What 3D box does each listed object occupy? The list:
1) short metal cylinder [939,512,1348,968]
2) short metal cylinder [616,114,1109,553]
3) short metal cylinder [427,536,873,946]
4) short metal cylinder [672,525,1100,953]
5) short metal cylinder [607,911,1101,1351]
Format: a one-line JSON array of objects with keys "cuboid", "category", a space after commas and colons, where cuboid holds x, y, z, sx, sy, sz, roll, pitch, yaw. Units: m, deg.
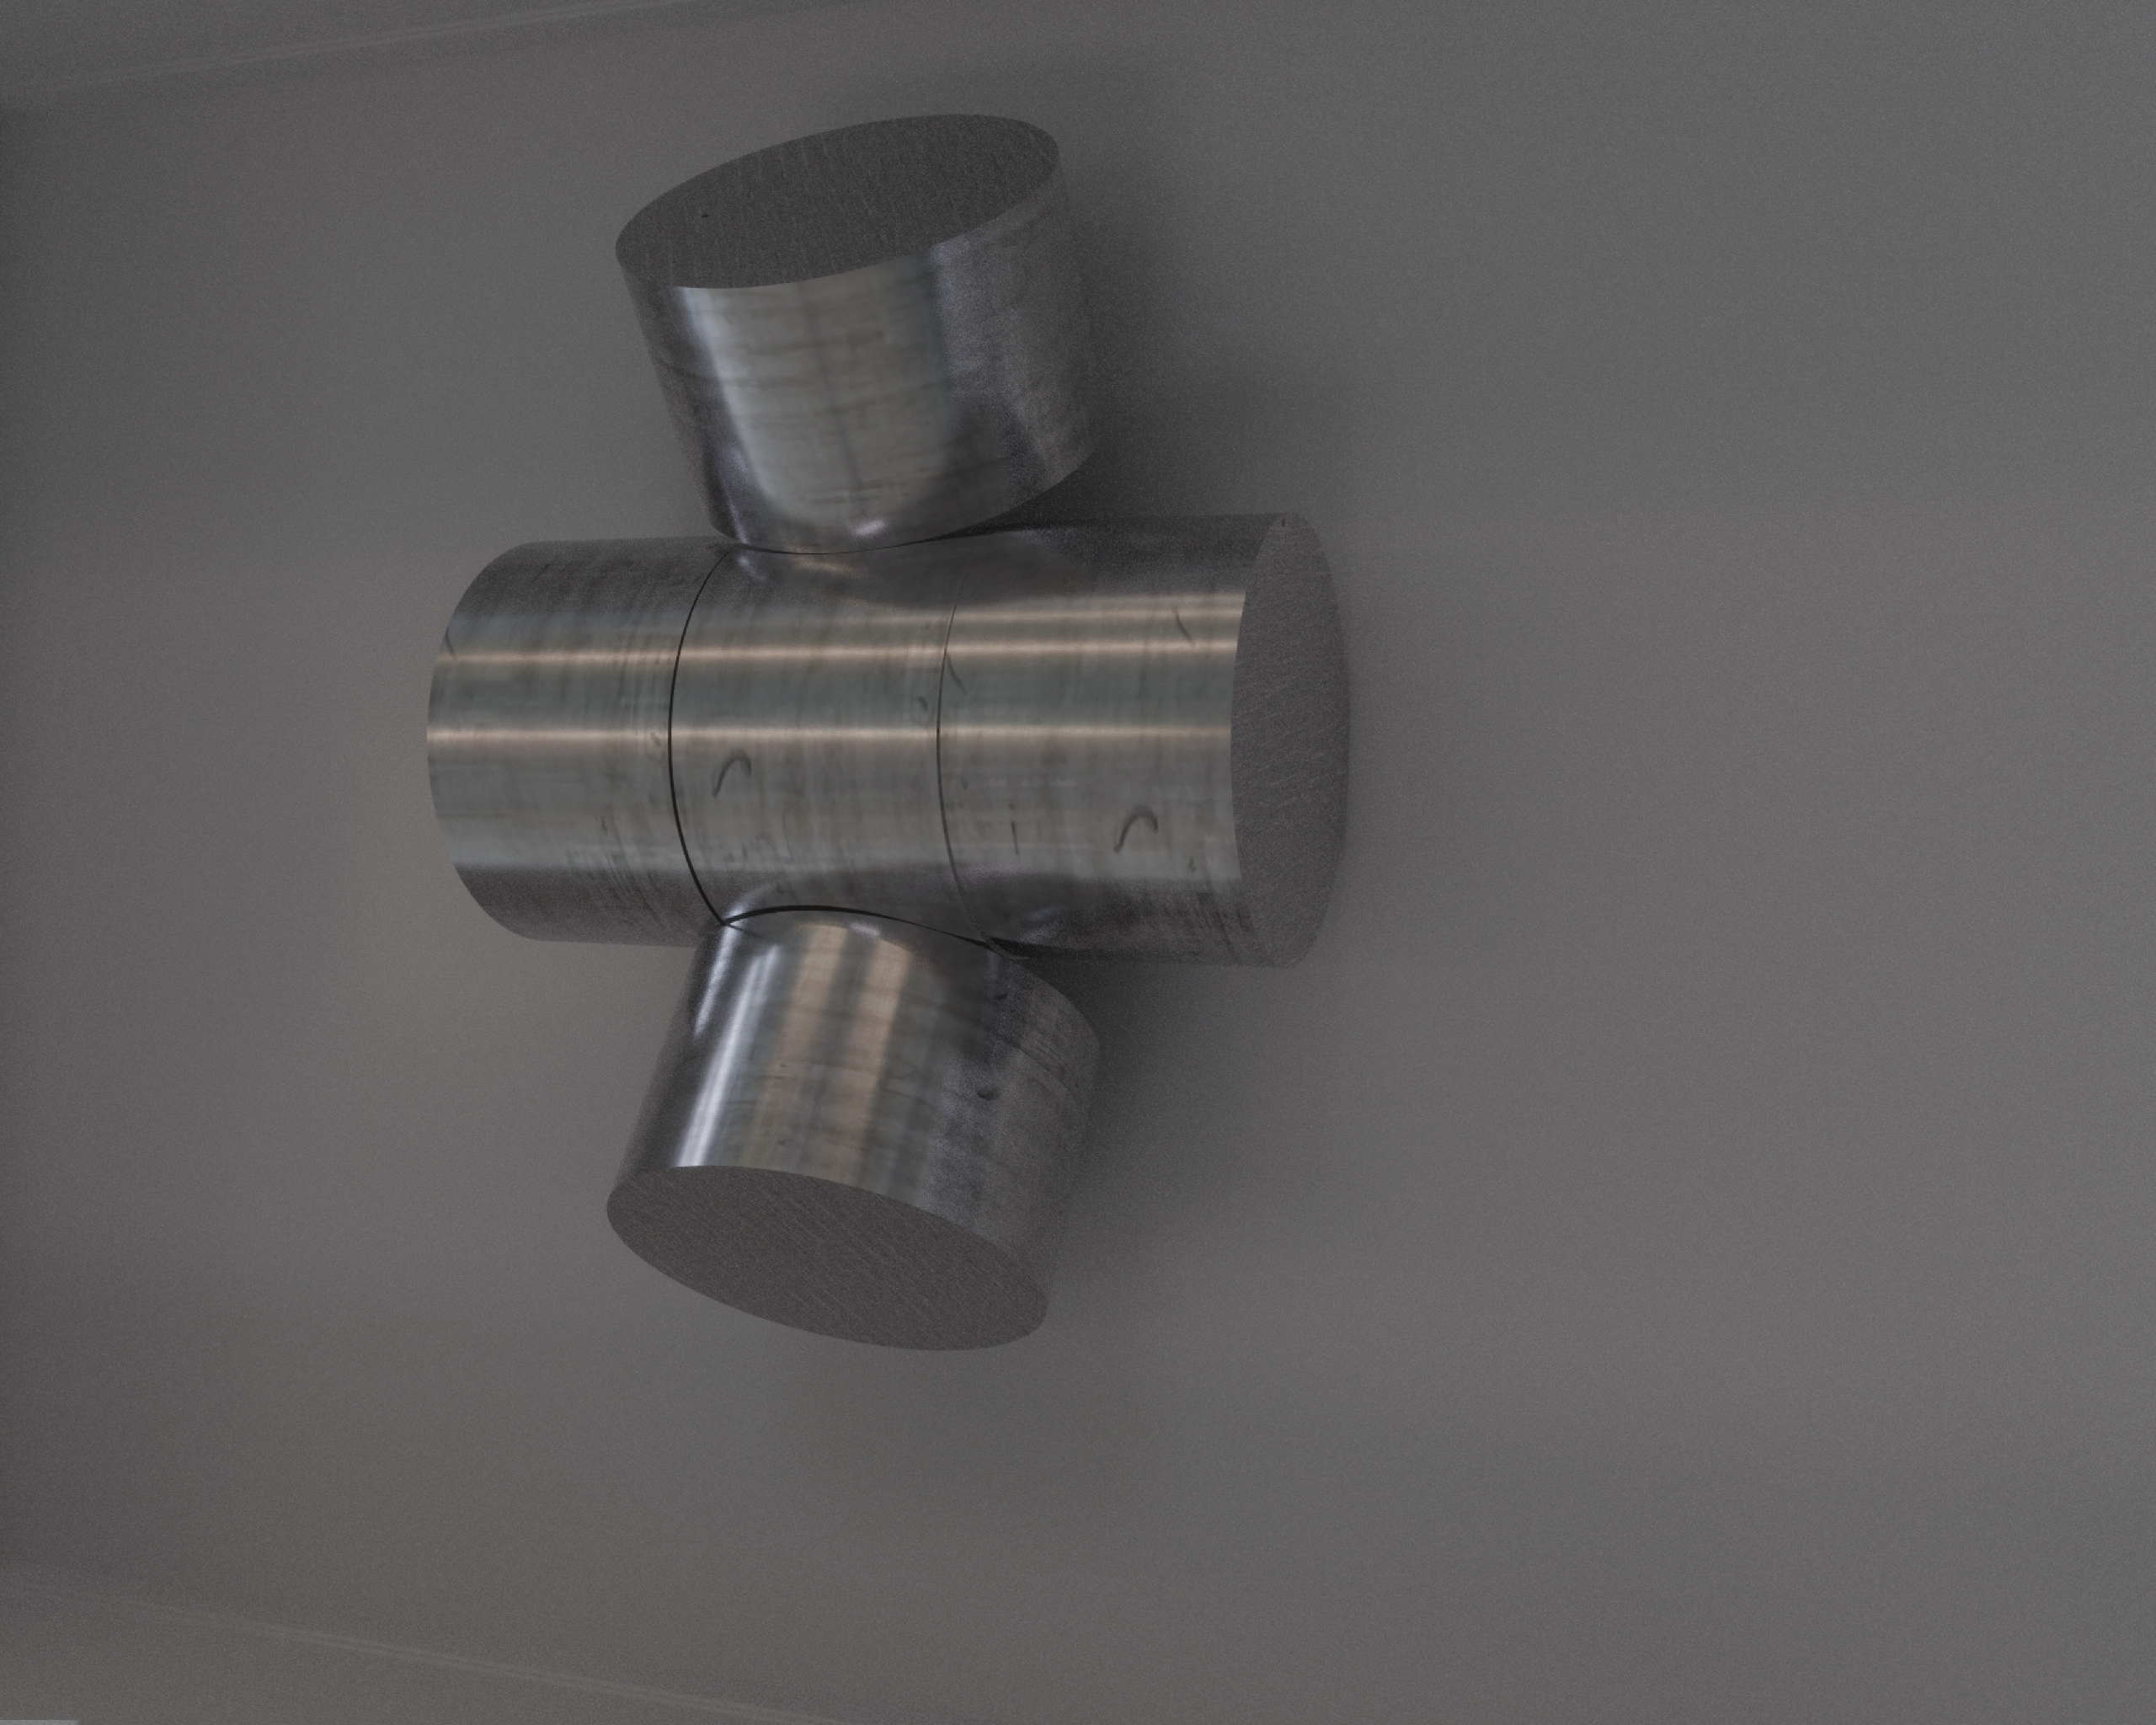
[{"cuboid": [0.015, -0.022, 0.374, 0.050, 0.080, 0.080, 1, 91, 20], "category": "short metal cylinder"}, {"cuboid": [-0.038, -0.099, 0.385, 0.080, 0.080, 0.050, 2, 129, 20], "category": "short metal cylinder"}, {"cuboid": [-0.081, -0.023, 0.408, 0.050, 0.080, 0.080, 1, 91, 20], "category": "short metal cylinder"}, {"cuboid": [-0.033, -0.023, 0.391, 0.050, 0.080, 0.080, 1, 91, 20], "category": "short metal cylinder"}, {"cuboid": [-0.040, 0.051, 0.386, 0.080, 0.080, 0.050, 0, 56, 20], "category": "short metal cylinder"}]
